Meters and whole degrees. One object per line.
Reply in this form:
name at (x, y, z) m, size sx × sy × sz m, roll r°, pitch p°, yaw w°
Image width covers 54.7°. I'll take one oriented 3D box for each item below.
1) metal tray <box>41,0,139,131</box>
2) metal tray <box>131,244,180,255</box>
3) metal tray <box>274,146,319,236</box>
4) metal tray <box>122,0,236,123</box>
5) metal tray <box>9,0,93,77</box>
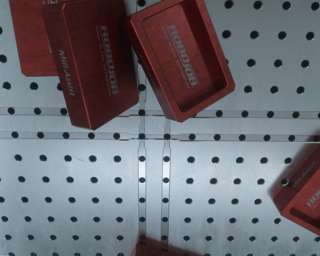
metal tray at (-0.069, -0.074, 0.343) m, size 0.030 × 0.091 × 0.129 m, roll 10°, pitch 121°, yaw 31°
metal tray at (0.008, 0.249, 0.502) m, size 0.131 × 0.030 × 0.089 m, roll 21°, pitch 109°, yaw -8°
metal tray at (0.242, 0.088, 0.446) m, size 0.090 × 0.030 × 0.129 m, roll 29°, pitch 107°, yaw -11°
metal tray at (0.026, -0.083, 0.361) m, size 0.091 × 0.030 × 0.129 m, roll -32°, pitch 110°, yaw -17°
metal tray at (-0.121, -0.128, 0.362) m, size 0.091 × 0.030 × 0.129 m, roll -1°, pitch 110°, yaw 0°
